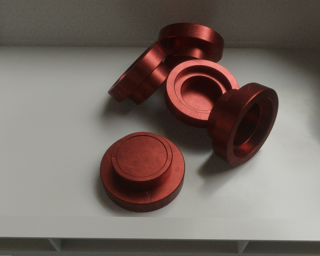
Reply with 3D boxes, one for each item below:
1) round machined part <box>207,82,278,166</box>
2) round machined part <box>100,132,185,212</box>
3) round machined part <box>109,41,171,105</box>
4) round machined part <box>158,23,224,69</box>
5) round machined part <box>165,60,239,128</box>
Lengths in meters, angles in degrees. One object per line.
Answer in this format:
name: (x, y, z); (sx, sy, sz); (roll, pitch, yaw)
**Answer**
round machined part: (0.094, -0.008, 0.367); (0.099, 0.097, 0.042); (-35, 46, -26)
round machined part: (-0.020, 0.043, 0.358); (0.099, 0.042, 0.098); (0, 50, 0)
round machined part: (-0.023, -0.070, 0.429); (0.042, 0.098, 0.098); (43, 53, -14)
round machined part: (0.043, -0.111, 0.460); (0.098, 0.098, 0.042); (9, 79, 8)
round machined part: (0.054, -0.042, 0.421); (0.099, 0.042, 0.098); (3, 61, -5)
